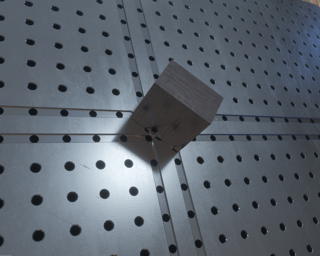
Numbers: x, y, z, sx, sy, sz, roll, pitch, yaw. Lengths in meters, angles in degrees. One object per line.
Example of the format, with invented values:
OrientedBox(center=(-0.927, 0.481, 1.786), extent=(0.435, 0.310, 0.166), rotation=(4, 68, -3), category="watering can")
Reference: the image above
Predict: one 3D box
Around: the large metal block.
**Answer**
OrientedBox(center=(0.020, -0.026, 0.399), extent=(0.080, 0.080, 0.050), rotation=(36, 51, -5), category="large metal block")
